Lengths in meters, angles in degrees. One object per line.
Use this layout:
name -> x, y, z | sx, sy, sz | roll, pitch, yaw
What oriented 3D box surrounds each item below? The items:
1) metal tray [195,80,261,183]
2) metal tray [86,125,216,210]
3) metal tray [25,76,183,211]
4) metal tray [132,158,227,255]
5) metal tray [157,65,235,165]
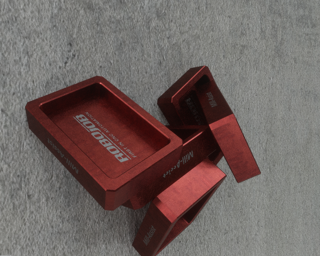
metal tray -> 0.085, -0.001, 0.407 | 0.090, 0.030, 0.130 | 59, 12, -24
metal tray -> -0.009, 0.037, 0.358 | 0.131, 0.090, 0.030 | -31, 110, -36
metal tray -> -0.055, 0.006, 0.300 | 0.091, 0.130, 0.030 | -31, 148, -36
metal tray -> 0.020, 0.100, 0.368 | 0.091, 0.030, 0.129 | -31, 154, -35
metal tray -> 0.061, -0.014, 0.456 | 0.090, 0.030, 0.130 | -46, 118, -30
